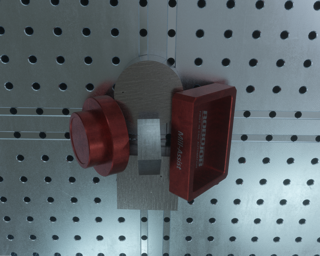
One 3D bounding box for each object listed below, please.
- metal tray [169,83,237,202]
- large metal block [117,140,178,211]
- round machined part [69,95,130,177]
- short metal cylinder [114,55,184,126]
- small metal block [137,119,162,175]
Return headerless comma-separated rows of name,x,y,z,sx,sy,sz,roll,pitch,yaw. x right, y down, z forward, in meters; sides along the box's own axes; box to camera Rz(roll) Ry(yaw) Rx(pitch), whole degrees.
metal tray,0.054,0.015,0.386,0.030,0.091,0.129,19,116,39
large metal block,-0.015,0.063,0.423,0.081,0.050,0.079,2,110,-1
round machined part,-0.078,0.012,0.374,0.042,0.098,0.097,-11,114,-32
short metal cylinder,-0.013,-0.046,0.382,0.081,0.050,0.079,0,110,0
small metal block,-0.013,0.023,0.363,0.025,0.050,0.050,-1,152,-3
